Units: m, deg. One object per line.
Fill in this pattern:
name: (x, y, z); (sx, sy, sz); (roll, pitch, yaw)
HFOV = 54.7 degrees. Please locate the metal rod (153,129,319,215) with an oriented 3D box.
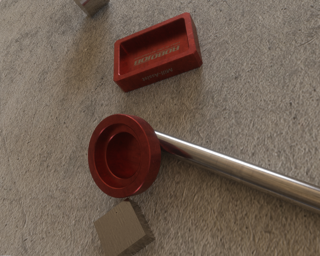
metal rod: (0.085, 0.046, 0.330); (0.300, 0.025, 0.025); (19, 72, 34)

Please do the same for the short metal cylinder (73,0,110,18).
short metal cylinder: (-0.144, -0.264, 0.604); (0.050, 0.080, 0.080); (-43, 51, -1)

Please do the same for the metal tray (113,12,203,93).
metal tray: (-0.007, -0.115, 0.472); (0.130, 0.030, 0.090); (-17, 55, 18)

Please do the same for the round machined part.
round machined part: (-0.038, 0.033, 0.375); (0.098, 0.042, 0.097); (-2, 86, 35)

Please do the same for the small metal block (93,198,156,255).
small metal block: (-0.041, 0.117, 0.352); (0.050, 0.025, 0.050); (-37, 51, 3)
